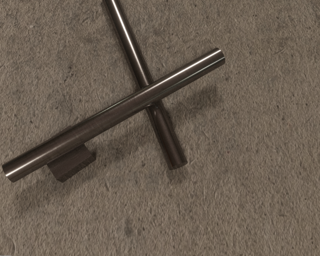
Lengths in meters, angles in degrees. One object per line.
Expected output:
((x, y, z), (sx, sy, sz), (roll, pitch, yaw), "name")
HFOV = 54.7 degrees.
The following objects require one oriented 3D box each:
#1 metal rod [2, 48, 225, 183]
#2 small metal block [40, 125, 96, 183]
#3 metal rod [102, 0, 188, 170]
((-0.048, -0.022, 0.388), (0.301, 0.025, 0.025), (-30, 73, -11), "metal rod")
((-0.119, 0.033, 0.395), (0.050, 0.025, 0.050), (-35, 74, -12), "small metal block")
((-0.030, -0.083, 0.438), (0.025, 0.025, 0.299), (-20, 71, -7), "metal rod")
